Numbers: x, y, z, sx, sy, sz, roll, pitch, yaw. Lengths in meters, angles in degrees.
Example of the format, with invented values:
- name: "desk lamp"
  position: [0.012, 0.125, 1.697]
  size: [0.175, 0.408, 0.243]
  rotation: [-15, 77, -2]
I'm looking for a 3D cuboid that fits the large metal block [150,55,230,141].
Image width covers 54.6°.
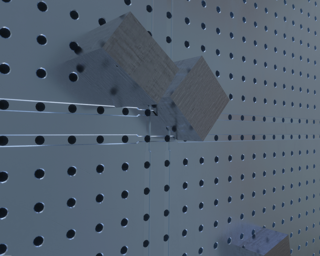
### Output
- name: "large metal block"
  position: [0.040, -0.039, 0.425]
  size: [0.080, 0.050, 0.080]
  rotation: [51, 60, -28]

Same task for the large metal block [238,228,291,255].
- name: "large metal block"
  position: [0.188, 0.236, 0.549]
  size: [0.081, 0.050, 0.080]
  rotation: [-15, 100, -39]

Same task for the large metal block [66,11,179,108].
- name: "large metal block"
  position: [-0.041, -0.068, 0.338]
  size: [0.080, 0.080, 0.050]
  rotation: [44, 64, -31]
